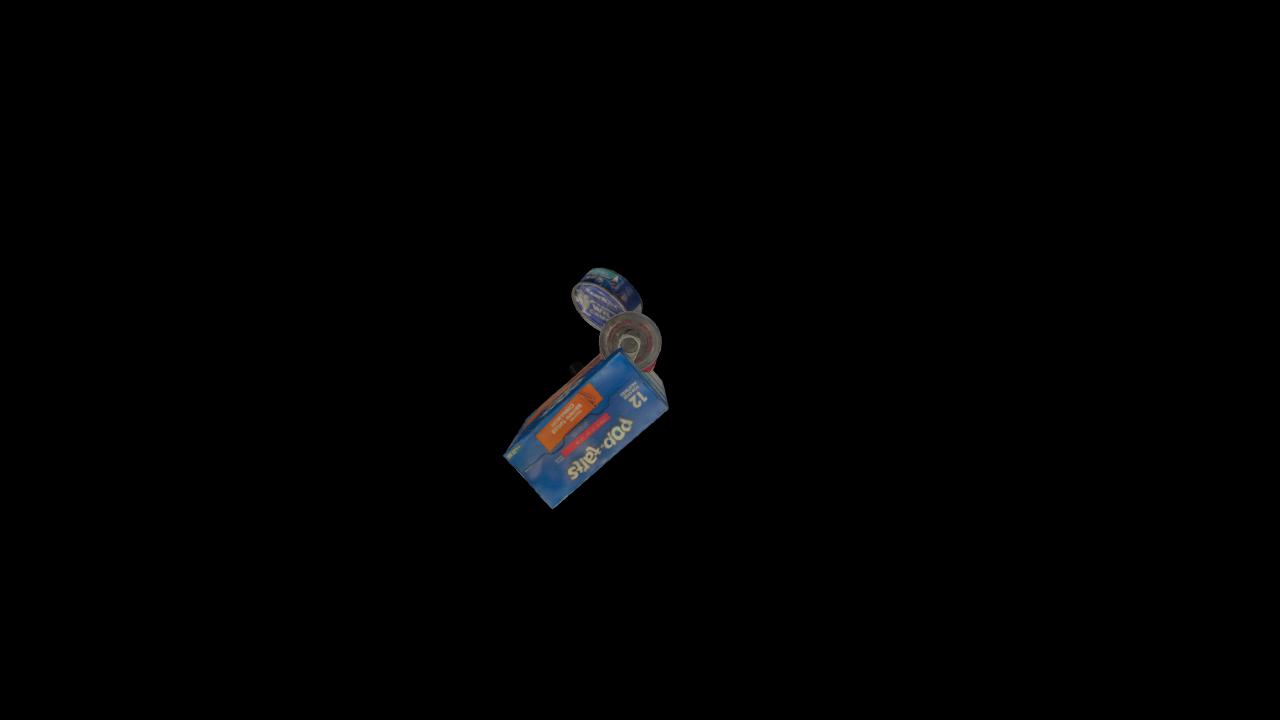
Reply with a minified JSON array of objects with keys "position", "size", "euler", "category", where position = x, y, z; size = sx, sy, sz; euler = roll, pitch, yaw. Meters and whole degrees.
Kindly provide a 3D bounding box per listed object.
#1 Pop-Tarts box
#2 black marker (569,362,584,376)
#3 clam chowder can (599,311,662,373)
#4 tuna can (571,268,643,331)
[{"position":[-0.057,0.062,0.701],"size":[0.167,0.083,0.141],"euler":[-42,8,6],"category":"Pop-Tarts box"},{"position":[-0.057,0.036,0.731],"size":[0.020,0.020,0.121],"euler":[0,29,-30],"category":"black marker"},{"position":[-0.013,-0.008,0.701],"size":[0.068,0.068,0.102],"euler":[0,-14,-3],"category":"clam chowder can"},{"position":[-0.039,-0.069,0.738],"size":[0.084,0.084,0.034],"euler":[0,44,48],"category":"tuna can"}]
